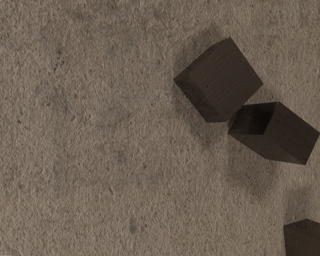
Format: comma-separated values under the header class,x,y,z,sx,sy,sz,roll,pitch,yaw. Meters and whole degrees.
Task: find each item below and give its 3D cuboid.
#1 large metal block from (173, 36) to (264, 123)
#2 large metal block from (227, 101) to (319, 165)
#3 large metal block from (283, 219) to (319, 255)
class,x,y,z,sx,sy,sz,roll,pitch,yaw
large metal block,0.080,-0.064,0.427,0.080,0.050,0.080,-43,104,-15
large metal block,0.159,0.008,0.440,0.080,0.080,0.050,32,80,-18
large metal block,0.240,0.194,0.471,0.050,0.080,0.079,-8,93,-20
